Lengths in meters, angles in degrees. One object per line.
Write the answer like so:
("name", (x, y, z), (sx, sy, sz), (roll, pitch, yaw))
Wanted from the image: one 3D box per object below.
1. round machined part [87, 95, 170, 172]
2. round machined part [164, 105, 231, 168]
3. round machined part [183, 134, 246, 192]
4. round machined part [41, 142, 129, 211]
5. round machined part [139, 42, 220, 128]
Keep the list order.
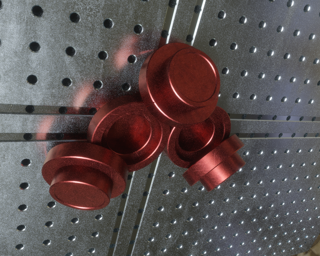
("round machined part", (-0.041, 0.004, 0.380), (0.099, 0.042, 0.097), (-14, 125, -21))
("round machined part", (0.045, 0.004, 0.429), (0.099, 0.042, 0.097), (-14, 125, -21))
("round machined part", (0.084, 0.055, 0.447), (0.098, 0.042, 0.098), (-36, 167, -9))
("round machined part", (-0.088, 0.062, 0.361), (0.099, 0.042, 0.097), (3, 140, 3))
("round machined part", (0.029, -0.052, 0.352), (0.099, 0.042, 0.098), (6, 78, -28))
